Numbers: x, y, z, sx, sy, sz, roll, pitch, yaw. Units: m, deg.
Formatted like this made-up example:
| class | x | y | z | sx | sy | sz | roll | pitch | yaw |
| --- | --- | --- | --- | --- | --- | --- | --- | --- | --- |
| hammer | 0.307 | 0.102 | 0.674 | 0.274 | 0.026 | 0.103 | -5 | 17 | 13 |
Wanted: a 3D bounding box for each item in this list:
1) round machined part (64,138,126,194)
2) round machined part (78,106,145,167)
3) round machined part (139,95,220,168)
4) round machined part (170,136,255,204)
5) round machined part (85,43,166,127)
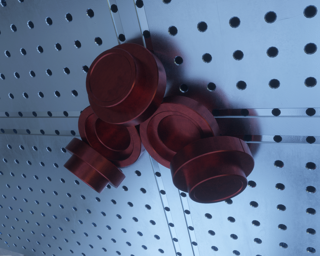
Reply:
| class | x | y | z | sx | sy | sz | roll | pitch | yaw |
| --- | --- | --- | --- | --- | --- | --- | --- | --- | --- |
| round machined part | -0.102 | 0.061 | 0.460 | 0.098 | 0.042 | 0.098 | 34 | 163 | 12 |
| round machined part | -0.061 | 0.003 | 0.431 | 0.098 | 0.042 | 0.097 | 13 | 124 | 20 |
| round machined part | 0.027 | 0.004 | 0.387 | 0.098 | 0.042 | 0.097 | 13 | 124 | 20 |
| round machined part | 0.064 | 0.055 | 0.365 | 0.099 | 0.042 | 0.097 | -7 | 142 | -5 |
| round machined part | -0.046 | -0.052 | 0.357 | 0.098 | 0.042 | 0.098 | -5 | 78 | 26 |
